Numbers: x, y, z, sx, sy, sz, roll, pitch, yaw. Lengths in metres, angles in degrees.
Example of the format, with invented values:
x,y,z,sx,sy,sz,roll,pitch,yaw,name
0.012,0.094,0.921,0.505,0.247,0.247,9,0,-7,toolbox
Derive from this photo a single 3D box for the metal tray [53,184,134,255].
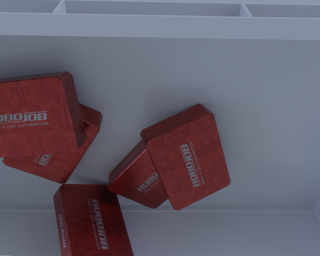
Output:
x,y,z,sx,sy,sz,roll,pitch,yaw,name
-0.096,0.144,0.445,0.091,0.130,0.030,9,133,-38,metal tray

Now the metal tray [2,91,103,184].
x,y,z,sx,sy,sz,roll,pitch,yaw,name
-0.146,0.015,0.417,0.090,0.030,0.129,25,126,-20,metal tray

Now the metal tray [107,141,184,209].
x,y,z,sx,sy,sz,roll,pitch,yaw,name
-0.006,0.063,0.460,0.090,0.030,0.129,29,124,-23,metal tray

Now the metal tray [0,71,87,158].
x,y,z,sx,sy,sz,roll,pitch,yaw,name
-0.161,-0.014,0.365,0.131,0.030,0.089,-4,110,10,metal tray

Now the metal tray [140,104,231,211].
x,y,z,sx,sy,sz,roll,pitch,yaw,name
0.038,0.042,0.415,0.090,0.030,0.129,-25,123,-7,metal tray
